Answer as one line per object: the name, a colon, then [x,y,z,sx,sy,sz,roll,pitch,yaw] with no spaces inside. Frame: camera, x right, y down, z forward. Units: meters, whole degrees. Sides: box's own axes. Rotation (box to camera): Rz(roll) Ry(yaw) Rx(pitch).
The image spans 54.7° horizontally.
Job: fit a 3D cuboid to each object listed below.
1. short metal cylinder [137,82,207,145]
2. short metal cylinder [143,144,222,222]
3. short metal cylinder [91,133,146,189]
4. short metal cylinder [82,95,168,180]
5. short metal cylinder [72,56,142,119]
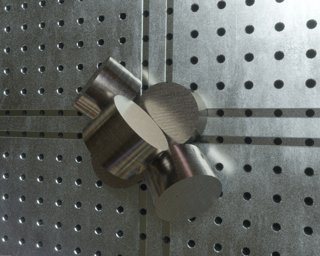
short metal cylinder: [0.015,-0.016,0.392,0.080,0.050,0.079,0,90,19]
short metal cylinder: [0.025,0.065,0.366,0.080,0.080,0.050,-42,42,15]
short metal cylinder: [-0.044,0.036,0.413,0.080,0.050,0.079,0,90,19]
short metal cylinder: [-0.037,0.010,0.341,0.050,0.080,0.080,-43,77,15]
short metal cylinder: [-0.068,-0.045,0.399,0.050,0.080,0.080,37,104,-19]
